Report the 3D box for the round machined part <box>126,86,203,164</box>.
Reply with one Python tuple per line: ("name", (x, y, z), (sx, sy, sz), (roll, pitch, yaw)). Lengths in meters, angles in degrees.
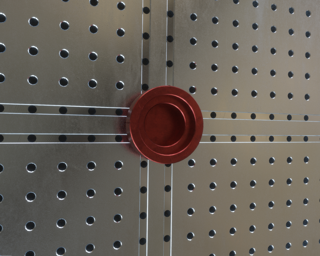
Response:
("round machined part", (0.003, -0.004, 0.404), (0.099, 0.042, 0.097), (0, 90, -20))
